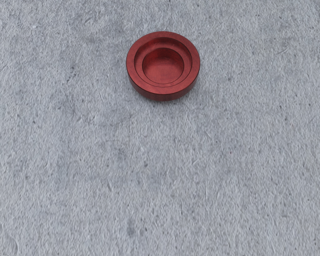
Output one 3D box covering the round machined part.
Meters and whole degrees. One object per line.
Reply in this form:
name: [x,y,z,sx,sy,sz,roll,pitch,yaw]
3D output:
round machined part: [0.004,-0.081,0.429,0.099,0.042,0.098,0,70,0]
